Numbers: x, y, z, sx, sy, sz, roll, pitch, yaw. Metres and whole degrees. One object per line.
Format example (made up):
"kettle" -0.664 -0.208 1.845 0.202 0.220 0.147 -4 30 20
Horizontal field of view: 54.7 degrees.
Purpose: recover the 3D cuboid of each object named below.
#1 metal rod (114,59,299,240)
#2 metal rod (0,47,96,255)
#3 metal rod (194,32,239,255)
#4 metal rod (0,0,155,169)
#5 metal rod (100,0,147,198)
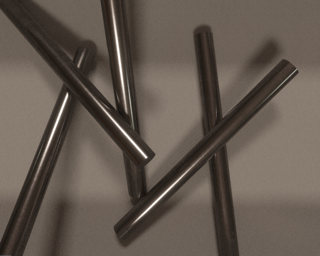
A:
"metal rod" 0.052 0.033 0.390 0.025 0.025 0.300 44 98 -1
"metal rod" -0.131 0.035 0.355 0.025 0.025 0.299 14 68 0
"metal rod" 0.075 0.024 0.412 0.025 0.025 0.298 -7 90 0
"metal rod" -0.113 -0.070 0.371 0.025 0.025 0.300 -43 75 0
"metal rod" -0.041 -0.049 0.352 0.025 0.025 0.298 -5 114 0
